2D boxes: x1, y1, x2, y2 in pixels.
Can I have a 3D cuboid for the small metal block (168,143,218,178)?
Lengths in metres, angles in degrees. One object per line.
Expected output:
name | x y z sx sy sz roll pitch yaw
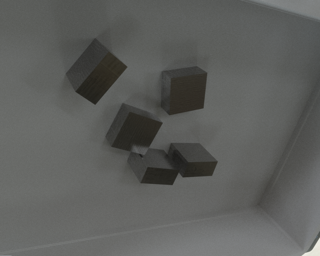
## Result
small metal block | 0.045 0.045 0.445 0.050 0.050 0.025 2 117 -30

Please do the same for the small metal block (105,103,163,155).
small metal block | -0.033 0.002 0.392 0.050 0.025 0.050 18 109 -35

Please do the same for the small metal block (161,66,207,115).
small metal block | 0.030 -0.048 0.395 0.050 0.025 0.050 -12 124 -22

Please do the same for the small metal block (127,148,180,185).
small metal block | -0.010 0.051 0.418 0.050 0.050 0.025 10 113 -33

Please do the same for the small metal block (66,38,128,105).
small metal block | -0.067 -0.059 0.319 0.050 0.050 0.025 -48 129 6
